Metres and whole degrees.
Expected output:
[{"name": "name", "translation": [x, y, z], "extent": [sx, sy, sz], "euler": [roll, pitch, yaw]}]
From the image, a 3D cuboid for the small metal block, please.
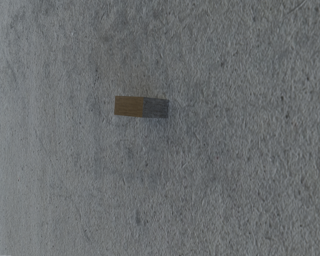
[{"name": "small metal block", "translation": [-0.024, -0.027, 0.407], "extent": [0.050, 0.050, 0.025], "euler": [7, 95, 39]}]
